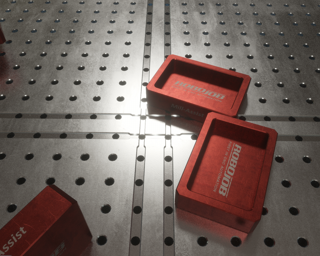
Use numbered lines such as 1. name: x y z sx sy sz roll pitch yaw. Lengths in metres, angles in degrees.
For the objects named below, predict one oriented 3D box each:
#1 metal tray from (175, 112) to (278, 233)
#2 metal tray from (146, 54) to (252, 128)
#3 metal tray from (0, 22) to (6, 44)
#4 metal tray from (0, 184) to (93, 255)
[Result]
1. metal tray: 0.081 0.045 0.367 0.090 0.030 0.130 17 52 13
2. metal tray: 0.056 -0.056 0.451 0.130 0.030 0.090 19 52 15
3. metal tray: -0.323 -0.154 0.489 0.131 0.030 0.090 -21 53 -18
4. metal tray: -0.119 0.121 0.261 0.030 0.089 0.131 29 56 22
